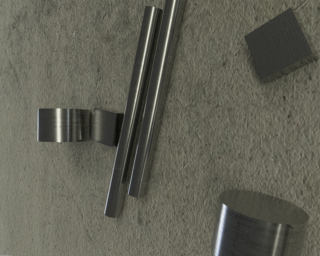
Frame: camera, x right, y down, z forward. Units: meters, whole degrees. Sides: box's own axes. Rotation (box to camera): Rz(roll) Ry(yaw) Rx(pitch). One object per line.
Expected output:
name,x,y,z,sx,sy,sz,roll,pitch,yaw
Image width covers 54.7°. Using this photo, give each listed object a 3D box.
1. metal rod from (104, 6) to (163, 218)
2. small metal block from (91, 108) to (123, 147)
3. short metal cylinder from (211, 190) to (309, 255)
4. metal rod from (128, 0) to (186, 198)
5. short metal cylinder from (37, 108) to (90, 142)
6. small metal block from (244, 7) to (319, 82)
metal rod,-0.039,-0.015,0.437,0.025,0.025,0.298,21,103,38
small metal block,-0.076,-0.002,0.468,0.050,0.025,0.050,14,99,39
short metal cylinder,0.092,0.097,0.293,0.080,0.081,0.050,14,99,39
metal rod,-0.003,-0.052,0.407,0.025,0.025,0.298,19,102,38
short metal cylinder,-0.154,-0.005,0.496,0.080,0.081,0.050,1,91,40
small metal block,0.119,-0.080,0.306,0.050,0.025,0.050,-28,73,36
